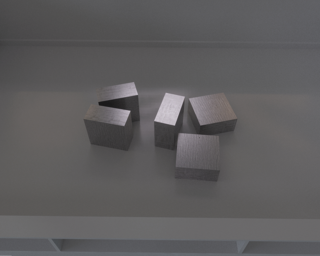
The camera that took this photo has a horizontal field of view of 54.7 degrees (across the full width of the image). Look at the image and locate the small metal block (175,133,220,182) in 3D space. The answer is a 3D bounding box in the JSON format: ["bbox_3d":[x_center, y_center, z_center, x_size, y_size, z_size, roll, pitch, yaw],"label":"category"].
[{"bbox_3d":[0.045,0.035,0.376,0.050,0.025,0.050,4,50,3],"label":"small metal block"}]

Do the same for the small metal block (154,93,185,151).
[{"bbox_3d":[0.012,-0.008,0.395,0.025,0.050,0.050,13,51,10],"label":"small metal block"}]

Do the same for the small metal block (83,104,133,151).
[{"bbox_3d":[-0.063,0.000,0.388,0.050,0.050,0.025,10,51,8],"label":"small metal block"}]

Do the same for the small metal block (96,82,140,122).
[{"bbox_3d":[-0.055,-0.030,0.414,0.050,0.050,0.025,-12,51,-10],"label":"small metal block"}]

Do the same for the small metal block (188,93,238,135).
[{"bbox_3d":[0.070,-0.018,0.421,0.050,0.025,0.050,-10,51,-9],"label":"small metal block"}]
